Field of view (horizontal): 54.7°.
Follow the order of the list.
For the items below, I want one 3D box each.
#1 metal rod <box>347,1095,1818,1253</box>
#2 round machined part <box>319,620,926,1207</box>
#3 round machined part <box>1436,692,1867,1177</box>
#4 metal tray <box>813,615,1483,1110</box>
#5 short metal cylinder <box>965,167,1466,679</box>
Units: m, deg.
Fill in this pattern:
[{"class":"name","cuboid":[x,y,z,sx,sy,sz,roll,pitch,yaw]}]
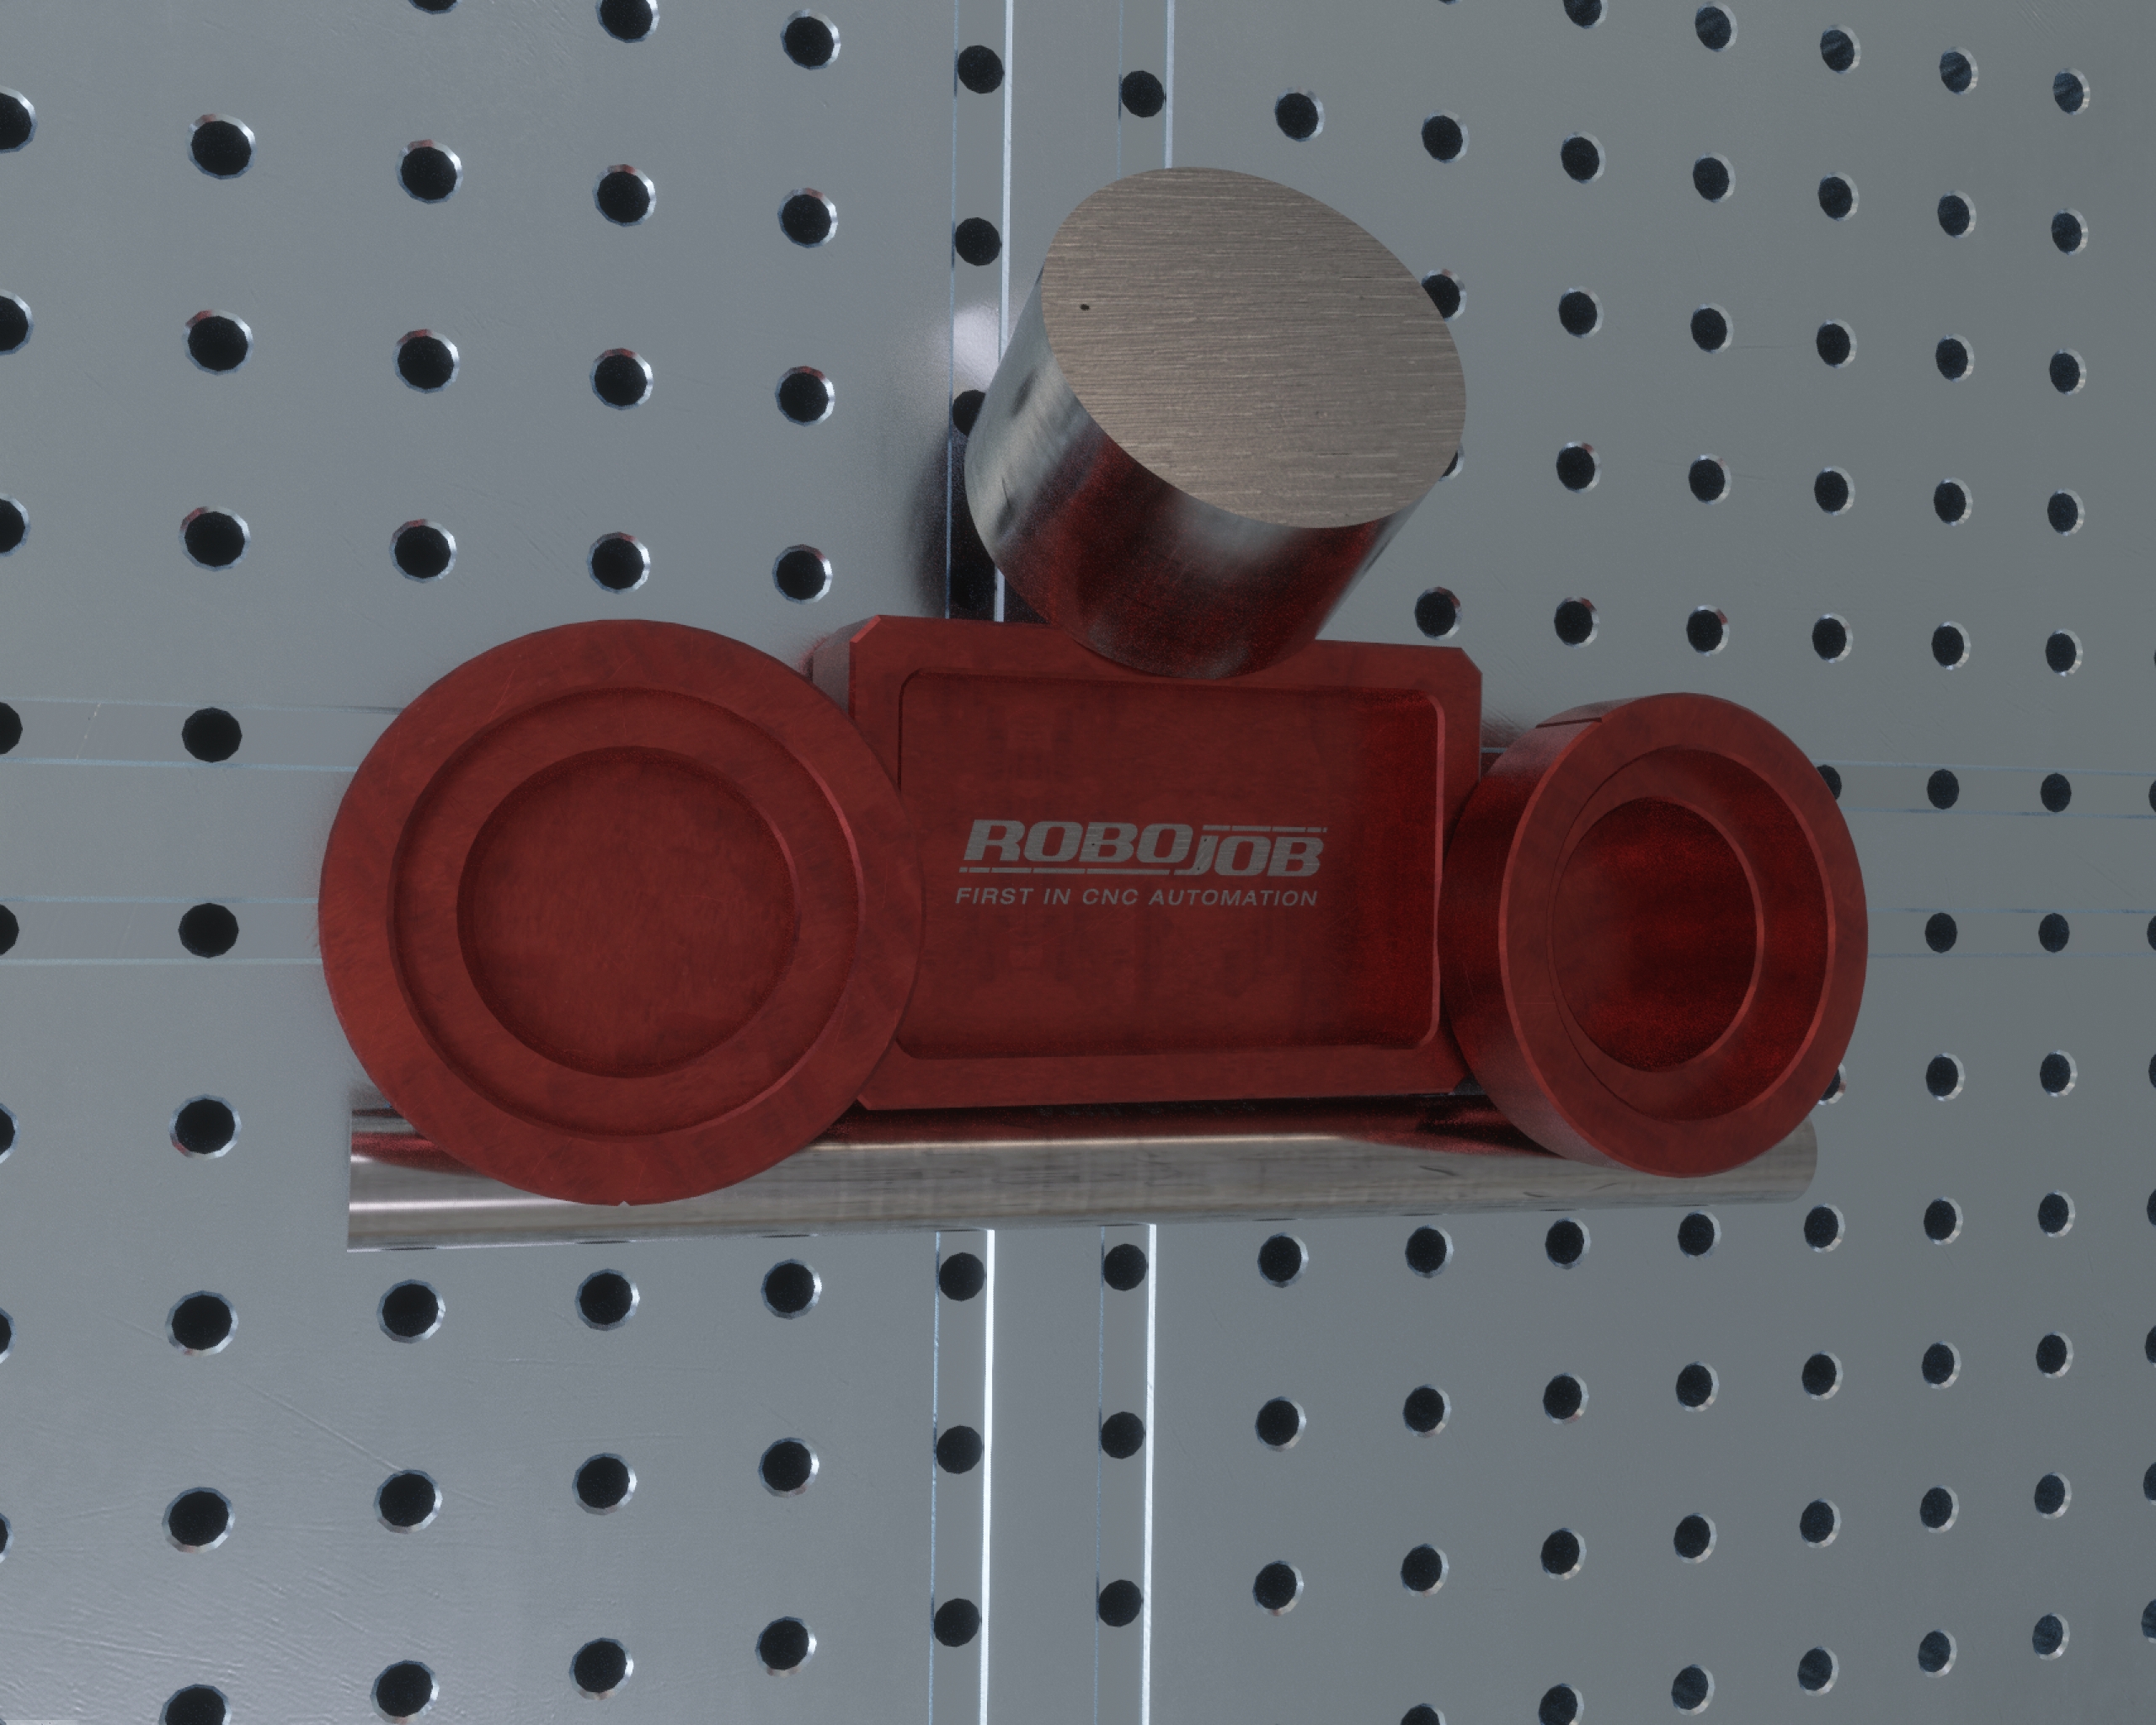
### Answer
[{"class":"metal rod","cuboid":[0.015,0.059,0.414,0.302,0.025,0.025,2,90,-20]},{"class":"round machined part","cuboid":[-0.078,0.009,0.366,0.099,0.042,0.097,1,87,-12]},{"class":"round machined part","cuboid":[0.114,0.015,0.436,0.099,0.042,0.097,1,88,-28]},{"class":"metal tray","cuboid":[0.015,0.001,0.411,0.131,0.030,0.089,1,90,-21]},{"class":"short metal cylinder","cuboid":[0.024,-0.081,0.389,0.081,0.050,0.080,9,61,-16]}]
